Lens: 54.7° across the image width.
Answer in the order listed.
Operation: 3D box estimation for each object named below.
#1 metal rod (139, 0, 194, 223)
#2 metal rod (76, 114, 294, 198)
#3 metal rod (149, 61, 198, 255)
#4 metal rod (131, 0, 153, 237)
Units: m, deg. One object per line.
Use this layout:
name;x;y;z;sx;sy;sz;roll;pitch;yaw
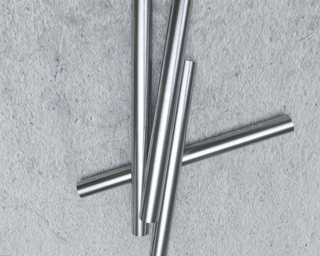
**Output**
metal rod;0.008;-0.031;0.369;0.025;0.025;0.298;8;99;-3
metal rod;0.029;0.041;0.424;0.301;0.025;0.025;-18;109;6
metal rod;0.013;0.064;0.402;0.025;0.025;0.298;8;99;-3
metal rod;-0.024;-0.004;0.389;0.025;0.025;0.298;1;103;-1
